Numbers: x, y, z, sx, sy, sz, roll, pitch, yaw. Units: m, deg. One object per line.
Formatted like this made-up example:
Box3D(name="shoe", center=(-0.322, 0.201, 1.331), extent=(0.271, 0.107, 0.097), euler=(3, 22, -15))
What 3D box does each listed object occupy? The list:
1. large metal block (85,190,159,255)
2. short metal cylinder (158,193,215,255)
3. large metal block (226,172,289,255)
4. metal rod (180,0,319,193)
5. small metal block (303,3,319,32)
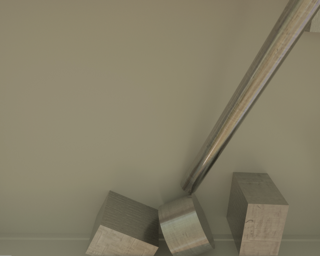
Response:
Box3D(name="large metal block", center=(-0.049, 0.143, 0.434), extent=(0.080, 0.080, 0.050), euler=(25, 108, -9))
Box3D(name="short metal cylinder", center=(0.037, 0.138, 0.433), extent=(0.050, 0.080, 0.080), euler=(-24, 109, 8))
Box3D(name="large metal block", center=(0.130, 0.116, 0.427), extent=(0.050, 0.080, 0.079), euler=(3, 110, -1))
Box3D(name="metal rod", center=(0.085, -0.018, 0.345), extent=(0.025, 0.025, 0.298), euler=(17, 132, -7))
Box3D(name="small metal block", center=(0.200, -0.138, 0.363), extent=(0.050, 0.025, 0.050), euler=(2, 110, -2))
